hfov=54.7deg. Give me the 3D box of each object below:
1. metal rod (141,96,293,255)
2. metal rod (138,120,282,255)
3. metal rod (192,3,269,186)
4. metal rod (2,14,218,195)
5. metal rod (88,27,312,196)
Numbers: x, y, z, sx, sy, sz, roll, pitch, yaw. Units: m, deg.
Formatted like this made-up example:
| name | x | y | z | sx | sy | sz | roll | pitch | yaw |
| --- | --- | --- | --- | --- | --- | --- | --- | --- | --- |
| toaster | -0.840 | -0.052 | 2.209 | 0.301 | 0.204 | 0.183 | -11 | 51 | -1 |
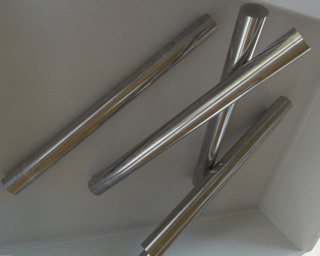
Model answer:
| name | x | y | z | sx | sy | sz | roll | pitch | yaw |
| --- | --- | --- | --- | --- | --- | --- | --- | --- | --- |
| metal rod | 0.089 | 0.061 | 0.444 | 0.301 | 0.025 | 0.025 | -44 | 130 | -13 |
| metal rod | 0.082 | 0.083 | 0.463 | 0.301 | 0.025 | 0.025 | -45 | 131 | -14 |
| metal rod | 0.073 | -0.008 | 0.384 | 0.025 | 0.025 | 0.298 | -18 | 144 | -18 |
| metal rod | -0.056 | -0.028 | 0.360 | 0.300 | 0.025 | 0.025 | -40 | 129 | -2 |
| metal rod | 0.019 | 0.001 | 0.340 | 0.025 | 0.025 | 0.299 | 28 | 128 | -38 |
